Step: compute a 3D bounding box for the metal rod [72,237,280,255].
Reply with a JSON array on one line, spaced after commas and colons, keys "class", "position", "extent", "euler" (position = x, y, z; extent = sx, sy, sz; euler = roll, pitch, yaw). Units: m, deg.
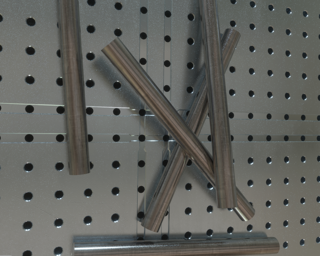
[{"class": "metal rod", "position": [0.036, 0.167, 0.427], "extent": [0.302, 0.025, 0.025], "euler": [6, 88, -20]}]

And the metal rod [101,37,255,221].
[{"class": "metal rod", "position": [0.034, 0.014, 0.397], "extent": [0.025, 0.025, 0.300], "euler": [-45, 109, -15]}]

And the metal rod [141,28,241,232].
[{"class": "metal rod", "position": [0.046, -0.003, 0.430], "extent": [0.025, 0.025, 0.299], "euler": [27, 81, -19]}]

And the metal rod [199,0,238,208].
[{"class": "metal rod", "position": [0.075, -0.048, 0.411], "extent": [0.025, 0.025, 0.298], "euler": [1, 78, -20]}]

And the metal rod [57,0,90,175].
[{"class": "metal rod", "position": [-0.107, -0.094, 0.373], "extent": [0.025, 0.025, 0.298], "euler": [-4, 92, -20]}]
